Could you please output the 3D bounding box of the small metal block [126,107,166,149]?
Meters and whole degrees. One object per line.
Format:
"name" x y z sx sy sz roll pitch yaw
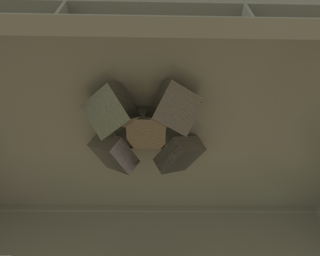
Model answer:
"small metal block" -0.018 0.000 0.406 0.050 0.025 0.050 1 130 -1

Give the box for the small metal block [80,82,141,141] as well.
"small metal block" -0.060 -0.020 0.372 0.050 0.025 0.050 -35 85 26

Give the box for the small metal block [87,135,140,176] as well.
"small metal block" -0.063 0.034 0.419 0.050 0.025 0.050 10 144 43

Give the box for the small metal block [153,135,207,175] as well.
"small metal block" 0.027 0.036 0.423 0.050 0.025 0.050 -1 141 -47

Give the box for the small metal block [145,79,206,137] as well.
"small metal block" 0.018 -0.024 0.370 0.050 0.025 0.050 28 87 -22
